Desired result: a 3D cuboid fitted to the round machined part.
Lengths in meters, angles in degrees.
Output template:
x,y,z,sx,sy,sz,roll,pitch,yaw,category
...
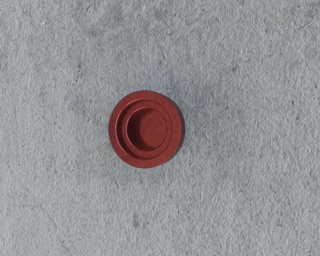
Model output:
x,y,z,sx,sy,sz,roll,pitch,yaw,category
-0.014,0.002,0.405,0.098,0.042,0.097,0,90,20,round machined part
